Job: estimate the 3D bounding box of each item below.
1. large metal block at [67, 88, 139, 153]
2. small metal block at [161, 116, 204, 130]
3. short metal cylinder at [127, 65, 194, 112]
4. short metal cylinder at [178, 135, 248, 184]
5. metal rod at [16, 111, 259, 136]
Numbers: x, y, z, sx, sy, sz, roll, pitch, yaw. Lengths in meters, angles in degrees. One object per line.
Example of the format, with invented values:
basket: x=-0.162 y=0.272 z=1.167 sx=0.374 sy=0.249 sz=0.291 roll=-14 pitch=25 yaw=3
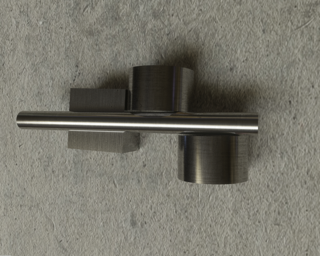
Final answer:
large metal block: x=-0.074 y=-0.011 z=0.418 sx=0.080 sy=0.050 sz=0.079 roll=3 pitch=91 yaw=19
small metal block: x=0.034 y=-0.005 z=0.383 sx=0.050 sy=0.050 sz=0.025 roll=1 pitch=91 yaw=19
short metal cylinder: x=0.001 y=-0.045 z=0.381 sx=0.080 sy=0.080 sz=0.050 roll=2 pitch=91 yaw=19
short metal cylinder: x=0.061 y=0.033 z=0.359 sx=0.080 sy=0.080 sz=0.050 roll=0 pitch=90 yaw=19
metal rod: x=-0.041 y=-0.007 z=0.369 sx=0.301 sy=0.025 sz=0.025 roll=1 pitch=91 yaw=18
